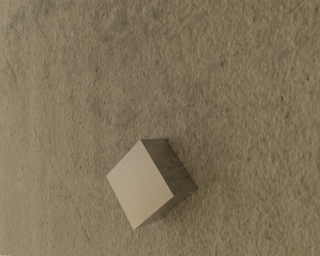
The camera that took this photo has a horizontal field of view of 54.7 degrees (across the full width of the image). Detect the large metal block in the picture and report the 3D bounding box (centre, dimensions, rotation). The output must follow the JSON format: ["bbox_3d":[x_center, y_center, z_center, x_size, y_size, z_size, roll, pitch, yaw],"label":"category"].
[{"bbox_3d":[-0.012,0.070,0.397,0.080,0.050,0.080,-47,63,29],"label":"large metal block"}]
